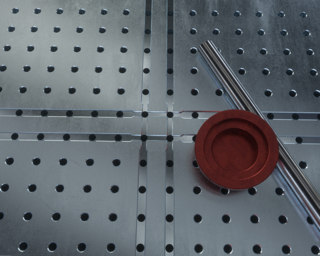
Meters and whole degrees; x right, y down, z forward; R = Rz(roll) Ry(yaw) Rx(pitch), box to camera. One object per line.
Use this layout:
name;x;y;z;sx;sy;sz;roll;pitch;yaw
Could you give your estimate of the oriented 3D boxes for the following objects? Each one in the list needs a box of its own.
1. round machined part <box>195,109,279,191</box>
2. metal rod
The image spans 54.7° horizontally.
round machined part;0.093;0.029;0.388;0.099;0.042;0.098;-2;74;6
metal rod;0.137;0.004;0.410;0.025;0.025;0.299;-27;72;-9
